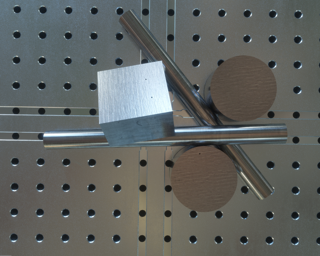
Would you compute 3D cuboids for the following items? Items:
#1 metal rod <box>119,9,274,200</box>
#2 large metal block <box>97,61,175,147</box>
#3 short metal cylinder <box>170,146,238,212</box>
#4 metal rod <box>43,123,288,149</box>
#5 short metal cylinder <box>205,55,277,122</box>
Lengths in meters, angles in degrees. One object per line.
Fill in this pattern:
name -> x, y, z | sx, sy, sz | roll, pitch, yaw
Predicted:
metal rod -> 0.048, -0.030, 0.410 | 0.025, 0.025, 0.300 | -38, 90, 0
large metal block -> -0.029, -0.030, 0.379 | 0.080, 0.050, 0.080 | -10, 55, 0
short metal cylinder -> 0.053, 0.061, 0.398 | 0.081, 0.050, 0.079 | 0, 90, 0
metal rod -> 0.002, 0.011, 0.393 | 0.302, 0.025, 0.025 | -2, 90, 6
short metal cylinder -> 0.101, -0.048, 0.398 | 0.081, 0.050, 0.079 | 0, 90, 0
